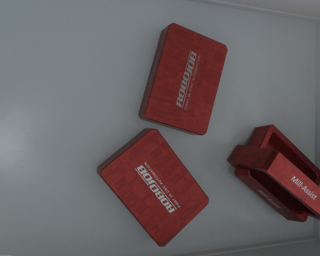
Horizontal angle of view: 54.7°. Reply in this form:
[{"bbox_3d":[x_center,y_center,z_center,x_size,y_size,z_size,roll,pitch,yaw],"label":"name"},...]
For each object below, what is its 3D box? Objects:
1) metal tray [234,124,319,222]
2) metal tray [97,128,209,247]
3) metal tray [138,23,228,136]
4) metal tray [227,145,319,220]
[{"bbox_3d":[0.180,0.068,0.464,0.130,0.030,0.090,40,66,-16],"label":"metal tray"},{"bbox_3d":[-0.007,0.076,0.405,0.090,0.030,0.130,-40,103,-16],"label":"metal tray"},{"bbox_3d":[0.032,-0.063,0.419,0.091,0.030,0.129,17,84,-19],"label":"metal tray"},{"bbox_3d":[0.170,0.076,0.438,0.130,0.090,0.030,38,79,-16],"label":"metal tray"}]
